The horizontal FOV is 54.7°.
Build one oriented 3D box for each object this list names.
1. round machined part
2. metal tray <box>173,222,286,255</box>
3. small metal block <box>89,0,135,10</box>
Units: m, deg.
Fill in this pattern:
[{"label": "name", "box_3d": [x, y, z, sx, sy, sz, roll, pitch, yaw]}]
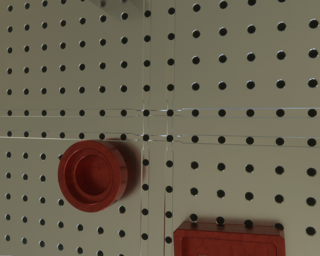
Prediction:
[{"label": "round machined part", "box_3d": [-0.089, 0.065, 0.435, 0.098, 0.042, 0.097, 0, 90, 20]}, {"label": "metal tray", "box_3d": [0.085, 0.168, 0.379, 0.130, 0.030, 0.089, -3, 89, 19]}, {"label": "small metal block", "box_3d": [-0.068, -0.185, 0.423, 0.050, 0.050, 0.025, -1, 90, 20]}]
